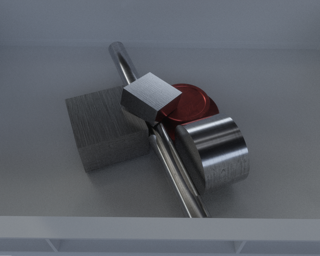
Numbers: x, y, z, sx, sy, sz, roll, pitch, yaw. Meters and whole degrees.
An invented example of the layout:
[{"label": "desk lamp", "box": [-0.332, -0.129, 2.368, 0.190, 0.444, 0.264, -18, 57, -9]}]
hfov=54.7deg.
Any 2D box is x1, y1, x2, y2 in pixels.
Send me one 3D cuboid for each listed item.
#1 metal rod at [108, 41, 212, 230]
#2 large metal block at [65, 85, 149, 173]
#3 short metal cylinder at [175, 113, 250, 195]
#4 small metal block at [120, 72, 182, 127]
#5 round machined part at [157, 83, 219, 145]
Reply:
[{"label": "metal rod", "box": [-0.014, -0.015, 0.389, 0.025, 0.025, 0.300, -16, 52, -13]}, {"label": "large metal block", "box": [-0.065, -0.001, 0.384, 0.081, 0.050, 0.080, -16, 52, -13]}, {"label": "short metal cylinder", "box": [0.055, 0.028, 0.344, 0.050, 0.080, 0.080, -16, 52, -13]}, {"label": "small metal block", "box": [-0.010, -0.035, 0.370, 0.050, 0.025, 0.050, 35, 46, 17]}, {"label": "round machined part", "box": [0.030, -0.021, 0.410, 0.099, 0.042, 0.098, 0, 50, 0]}]
